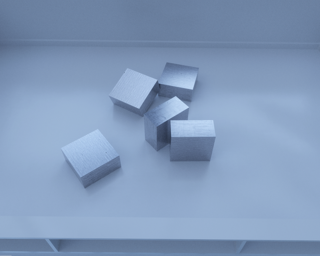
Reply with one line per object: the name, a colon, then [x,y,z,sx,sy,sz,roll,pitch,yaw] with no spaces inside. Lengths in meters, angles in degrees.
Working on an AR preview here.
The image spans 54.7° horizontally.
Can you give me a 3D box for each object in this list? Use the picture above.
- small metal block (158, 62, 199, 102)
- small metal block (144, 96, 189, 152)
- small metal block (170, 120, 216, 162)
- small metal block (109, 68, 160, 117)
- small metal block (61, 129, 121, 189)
small metal block: [0.028,-0.069,0.464,0.050,0.025,0.050,12,51,9]
small metal block: [0.008,-0.005,0.393,0.050,0.050,0.025,-31,57,-24]
small metal block: [0.038,0.016,0.376,0.050,0.050,0.025,0,50,-1]
small metal block: [-0.035,-0.051,0.438,0.050,0.025,0.050,24,71,19]
small metal block: [-0.083,0.036,0.374,0.050,0.025,0.050,-30,56,-23]
